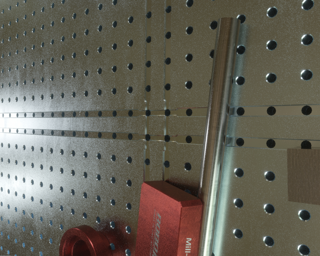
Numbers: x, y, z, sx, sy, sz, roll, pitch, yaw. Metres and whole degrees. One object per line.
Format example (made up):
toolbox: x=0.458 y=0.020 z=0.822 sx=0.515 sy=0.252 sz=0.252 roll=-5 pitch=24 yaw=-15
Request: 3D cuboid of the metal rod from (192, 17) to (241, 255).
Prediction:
metal rod: x=0.061 y=0.028 z=0.357 sx=0.025 sy=0.025 sz=0.298 roll=10 pitch=96 yaw=39

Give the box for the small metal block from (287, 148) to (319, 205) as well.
small metal block: x=0.148 y=0.044 z=0.287 sx=0.050 sy=0.025 sz=0.050 roll=-1 pitch=89 yaw=39

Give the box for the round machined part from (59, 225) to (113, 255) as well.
round machined part: x=-0.113 y=0.202 z=0.489 sx=0.098 sy=0.042 sz=0.097 roll=0 pitch=90 yaw=39

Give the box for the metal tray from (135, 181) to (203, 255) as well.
metal tray: x=0.006 y=0.139 z=0.382 sx=0.090 sy=0.030 sz=0.129 roll=13 pitch=99 yaw=57
